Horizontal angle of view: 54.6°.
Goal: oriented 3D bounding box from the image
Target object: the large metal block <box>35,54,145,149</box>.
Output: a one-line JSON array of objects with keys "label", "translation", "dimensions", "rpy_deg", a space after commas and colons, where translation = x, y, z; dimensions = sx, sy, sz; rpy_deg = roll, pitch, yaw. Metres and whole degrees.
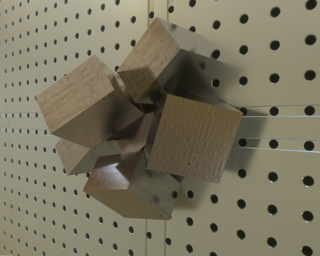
[{"label": "large metal block", "translation": [-0.077, -0.025, 0.356], "dimensions": [0.080, 0.080, 0.050], "rpy_deg": [-34, 67, 8]}]

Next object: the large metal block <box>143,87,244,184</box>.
[{"label": "large metal block", "translation": [0.032, 0.007, 0.338], "dimensions": [0.050, 0.080, 0.080], "rpy_deg": [-115, 39, -73]}]

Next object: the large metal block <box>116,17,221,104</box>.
[{"label": "large metal block", "translation": [0.010, -0.073, 0.366], "dimensions": [0.080, 0.081, 0.050], "rpy_deg": [-47, 63, 30]}]

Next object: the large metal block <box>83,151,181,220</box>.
[{"label": "large metal block", "translation": [-0.035, 0.075, 0.394], "dimensions": [0.080, 0.080, 0.050], "rpy_deg": [-11, 47, 39]}]

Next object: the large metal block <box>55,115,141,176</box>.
[{"label": "large metal block", "translation": [-0.089, 0.021, 0.447], "dimensions": [0.080, 0.081, 0.050], "rpy_deg": [-46, 63, 30]}]

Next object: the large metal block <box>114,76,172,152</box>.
[{"label": "large metal block", "translation": [-0.020, -0.012, 0.413], "dimensions": [0.080, 0.050, 0.080], "rpy_deg": [-47, 62, 30]}]
